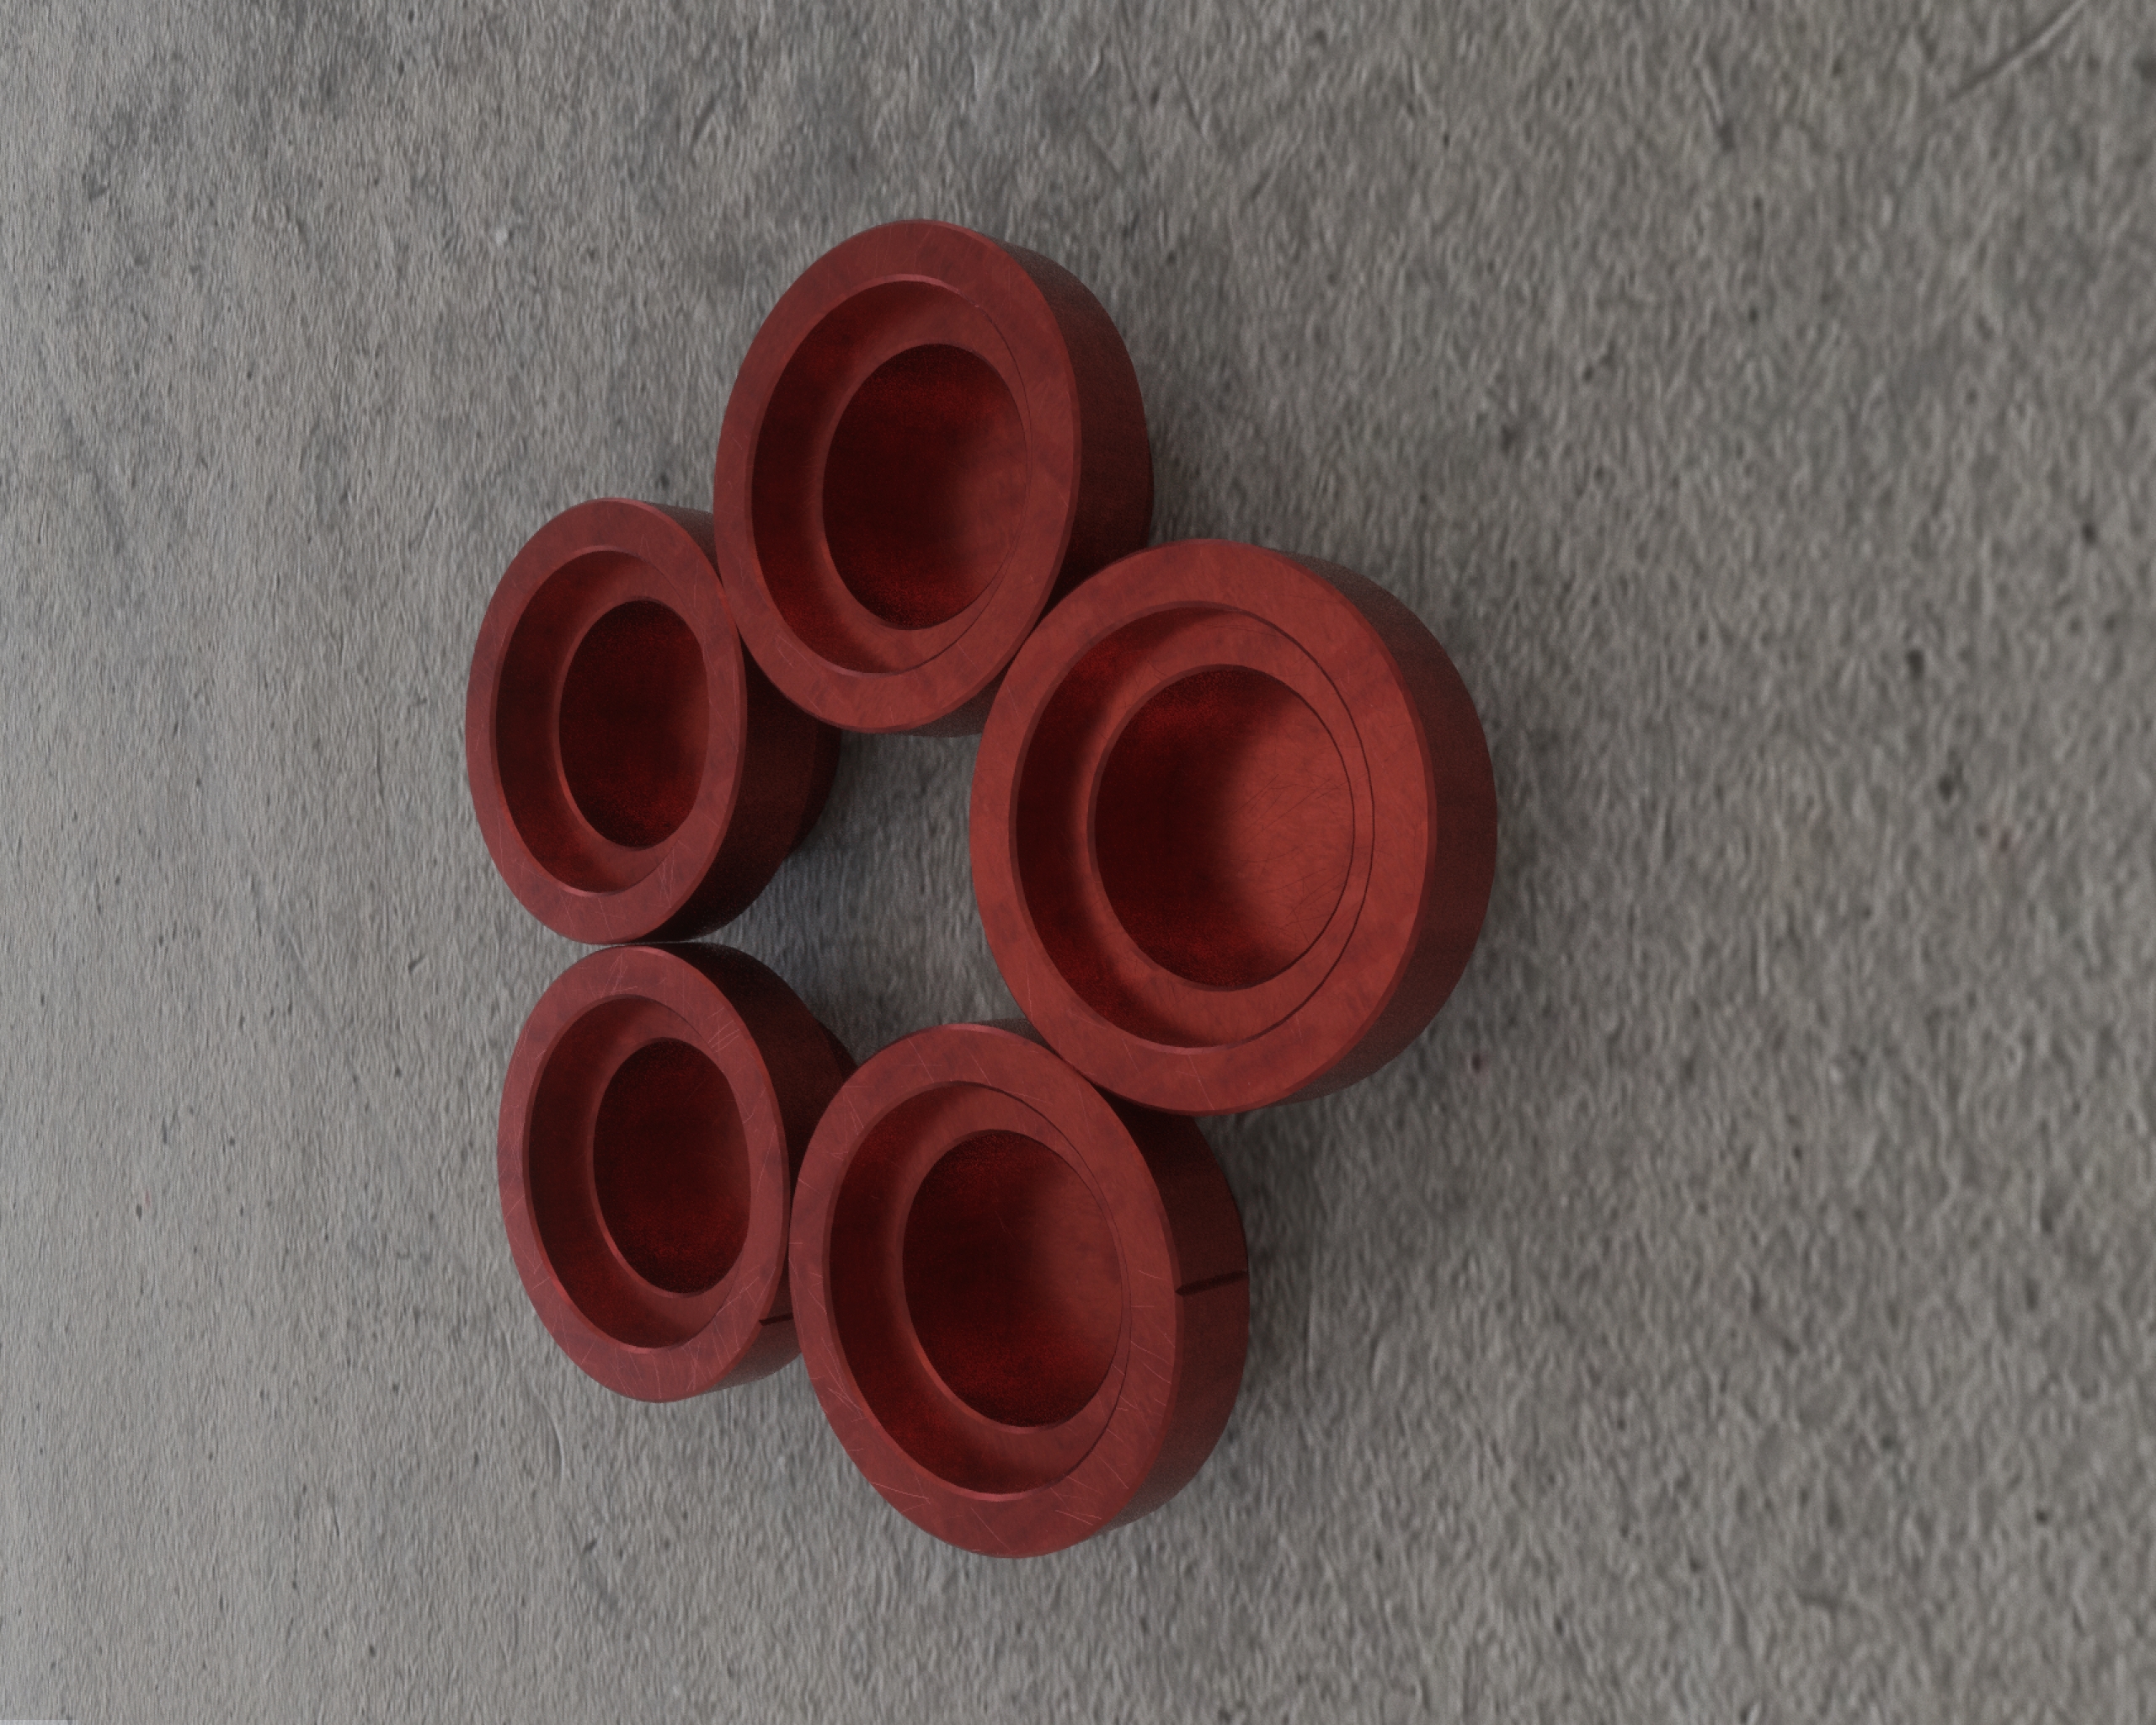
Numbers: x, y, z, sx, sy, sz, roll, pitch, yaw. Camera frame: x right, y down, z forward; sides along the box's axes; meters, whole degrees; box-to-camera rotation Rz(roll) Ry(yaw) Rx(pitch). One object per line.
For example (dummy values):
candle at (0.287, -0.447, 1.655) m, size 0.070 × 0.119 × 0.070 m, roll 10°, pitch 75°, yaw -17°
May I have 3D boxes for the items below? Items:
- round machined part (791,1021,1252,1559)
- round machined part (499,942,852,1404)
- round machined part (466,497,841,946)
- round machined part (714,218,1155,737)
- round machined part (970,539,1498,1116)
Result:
round machined part at (-0.006, 0.078, 0.399) m, size 0.098 × 0.042 × 0.097 m, roll 0°, pitch 90°, yaw 40°
round machined part at (-0.082, 0.066, 0.462) m, size 0.098 × 0.042 × 0.097 m, roll 0°, pitch 90°, yaw 40°
round machined part at (-0.092, -0.031, 0.470) m, size 0.098 × 0.042 × 0.097 m, roll 0°, pitch 90°, yaw 40°
round machined part at (-0.024, -0.074, 0.414) m, size 0.098 × 0.042 × 0.097 m, roll 0°, pitch 90°, yaw 40°
round machined part at (0.031, -0.006, 0.369) m, size 0.098 × 0.042 × 0.097 m, roll 0°, pitch 90°, yaw 40°
